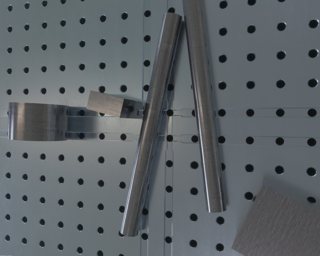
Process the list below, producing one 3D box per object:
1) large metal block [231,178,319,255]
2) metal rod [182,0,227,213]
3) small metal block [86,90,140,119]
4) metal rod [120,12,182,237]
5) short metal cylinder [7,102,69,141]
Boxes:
[{"bbox_3d":[0.138,0.114,0.351,0.080,0.050,0.080,25,98,18],"label":"large metal block"},{"bbox_3d":[0.054,-0.045,0.393,0.025,0.025,0.298,-7,88,20],"label":"metal rod"},{"bbox_3d":[-0.062,-0.031,0.421,0.050,0.050,0.025,15,95,19],"label":"small metal block"},{"bbox_3d":[-0.013,-0.001,0.416,0.025,0.025,0.298,13,94,19],"label":"metal rod"},{"bbox_3d":[-0.173,-0.009,0.444,0.080,0.080,0.050,3,91,20],"label":"short metal cylinder"}]
